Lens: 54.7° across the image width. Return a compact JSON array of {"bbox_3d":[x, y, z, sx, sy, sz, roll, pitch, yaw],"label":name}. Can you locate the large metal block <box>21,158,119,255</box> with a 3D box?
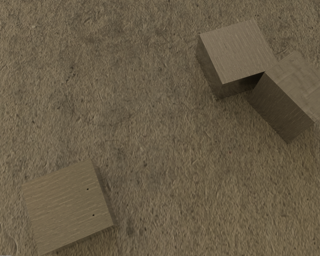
[{"bbox_3d":[-0.102,0.091,0.361,0.080,0.050,0.080,-21,72,-8],"label":"large metal block"}]

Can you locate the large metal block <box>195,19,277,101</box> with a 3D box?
[{"bbox_3d":[0.104,-0.094,0.430,0.080,0.050,0.080,-18,71,-7],"label":"large metal block"}]

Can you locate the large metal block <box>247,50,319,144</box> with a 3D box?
[{"bbox_3d":[0.166,-0.036,0.393,0.050,0.080,0.080,-36,74,-12],"label":"large metal block"}]
